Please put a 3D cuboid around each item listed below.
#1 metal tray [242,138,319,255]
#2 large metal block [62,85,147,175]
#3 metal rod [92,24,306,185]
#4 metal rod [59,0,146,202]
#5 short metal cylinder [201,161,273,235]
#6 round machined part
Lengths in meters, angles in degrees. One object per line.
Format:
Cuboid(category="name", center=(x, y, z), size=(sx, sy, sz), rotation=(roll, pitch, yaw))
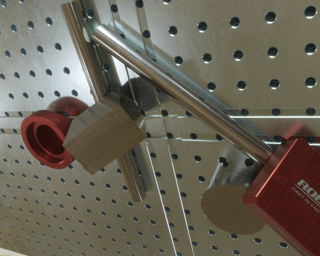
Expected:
Cuboid(category="metal tray", center=(0.166, 0.086, 0.333), size=(0.130, 0.090, 0.030), rotation=(42, 163, -1))
Cuboid(category="large metal block", center=(-0.066, 0.000, 0.385), size=(0.080, 0.080, 0.050), rotation=(-34, 113, 8))
Cuboid(category="metal rod", center=(0.046, -0.026, 0.370), size=(0.300, 0.025, 0.025), rotation=(37, 129, 3))
Cuboid(category="metal rod", center=(-0.071, -0.020, 0.434), size=(0.025, 0.025, 0.298), rotation=(-2, 118, 29))
Cuboid(category="short metal cylinder", center=(0.099, 0.089, 0.397), size=(0.080, 0.050, 0.079), rotation=(13, 124, 20))
Cuboid(category="round machined part", center=(-0.168, 0.014, 0.495), size=(0.098, 0.042, 0.097), rotation=(13, 124, 20))
